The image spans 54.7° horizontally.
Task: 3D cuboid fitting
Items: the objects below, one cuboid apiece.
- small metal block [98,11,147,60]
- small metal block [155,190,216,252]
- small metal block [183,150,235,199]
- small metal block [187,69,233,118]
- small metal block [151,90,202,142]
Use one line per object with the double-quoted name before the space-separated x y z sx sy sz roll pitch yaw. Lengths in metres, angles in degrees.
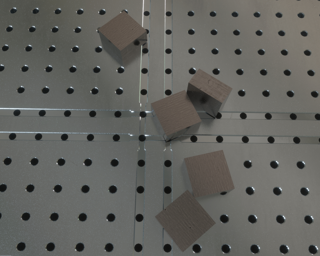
"small metal block" -0.055 -0.138 0.462 0.050 0.025 0.050 -42 76 -14
"small metal block" 0.029 0.111 0.372 0.050 0.025 0.050 -37 75 -13
"small metal block" 0.060 0.060 0.391 0.050 0.025 0.050 -12 70 -5
"small metal block" 0.064 -0.046 0.416 0.050 0.050 0.025 33 74 11
"small metal block" 0.021 -0.017 0.418 0.050 0.025 0.050 -23 72 -9
